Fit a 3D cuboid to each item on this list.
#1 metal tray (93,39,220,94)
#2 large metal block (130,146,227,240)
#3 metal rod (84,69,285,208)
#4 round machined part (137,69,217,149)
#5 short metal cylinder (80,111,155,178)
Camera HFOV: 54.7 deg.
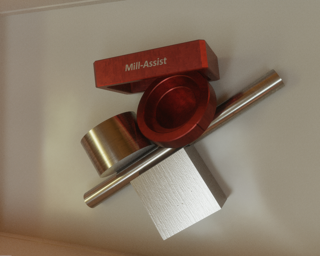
[{"bbox_3d":[-0.001,-0.068,0.373,0.130,0.090,0.030,-7,88,19],"label":"metal tray"},{"bbox_3d":[0.024,0.078,0.385,0.080,0.050,0.080,-34,79,16],"label":"large metal block"},{"bbox_3d":[0.019,0.022,0.401,0.300,0.025,0.025,-34,79,16],"label":"metal rod"},{"bbox_3d":[0.024,-0.020,0.376,0.098,0.042,0.098,-17,57,28],"label":"round machined part"},{"bbox_3d":[-0.053,0.022,0.397,0.080,0.080,0.050,-35,79,16],"label":"short metal cylinder"}]
